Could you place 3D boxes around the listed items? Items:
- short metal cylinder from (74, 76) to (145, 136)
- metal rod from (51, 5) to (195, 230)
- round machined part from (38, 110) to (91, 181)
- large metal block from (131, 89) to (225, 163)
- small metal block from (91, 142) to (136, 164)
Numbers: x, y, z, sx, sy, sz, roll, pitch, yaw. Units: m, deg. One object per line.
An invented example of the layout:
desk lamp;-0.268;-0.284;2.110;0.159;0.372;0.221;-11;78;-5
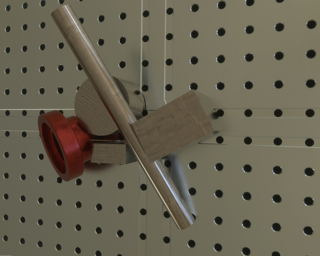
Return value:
short metal cylinder;-0.067;-0.030;0.422;0.080;0.050;0.079;0;90;19
metal rod;-0.039;-0.004;0.375;0.025;0.025;0.299;-26;101;18
round machined part;-0.128;0.021;0.430;0.098;0.042;0.097;33;135;41
large metal block;0.026;-0.001;0.374;0.080;0.080;0.050;-29;81;17
small metal block;-0.058;0.033;0.419;0.050;0.050;0.025;1;90;19
